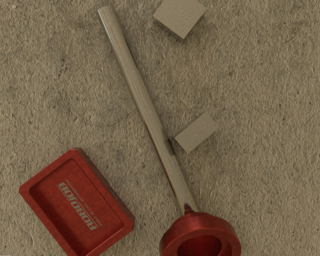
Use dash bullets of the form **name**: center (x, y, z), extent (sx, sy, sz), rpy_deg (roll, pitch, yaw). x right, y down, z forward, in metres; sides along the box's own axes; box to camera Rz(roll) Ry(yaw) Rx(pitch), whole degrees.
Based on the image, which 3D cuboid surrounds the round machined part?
- **round machined part**: center (0.048, 0.145, 0.389), extent (0.099, 0.042, 0.097), rpy_deg (-3, 119, -6)

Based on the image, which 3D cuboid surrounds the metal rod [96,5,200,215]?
- **metal rod**: center (-0.014, -0.018, 0.409), extent (0.025, 0.025, 0.299), rpy_deg (-23, 90, 0)

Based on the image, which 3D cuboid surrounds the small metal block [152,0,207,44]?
- **small metal block**: center (0.025, -0.149, 0.410), extent (0.050, 0.025, 0.050), rpy_deg (37, 90, -1)

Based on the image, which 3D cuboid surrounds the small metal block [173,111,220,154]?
- **small metal block**: center (0.045, 0.005, 0.398), extent (0.050, 0.050, 0.025), rpy_deg (-40, 90, 0)

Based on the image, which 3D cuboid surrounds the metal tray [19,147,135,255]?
- **metal tray**: center (-0.106, 0.102, 0.406), extent (0.090, 0.030, 0.130), rpy_deg (-37, 90, -1)
